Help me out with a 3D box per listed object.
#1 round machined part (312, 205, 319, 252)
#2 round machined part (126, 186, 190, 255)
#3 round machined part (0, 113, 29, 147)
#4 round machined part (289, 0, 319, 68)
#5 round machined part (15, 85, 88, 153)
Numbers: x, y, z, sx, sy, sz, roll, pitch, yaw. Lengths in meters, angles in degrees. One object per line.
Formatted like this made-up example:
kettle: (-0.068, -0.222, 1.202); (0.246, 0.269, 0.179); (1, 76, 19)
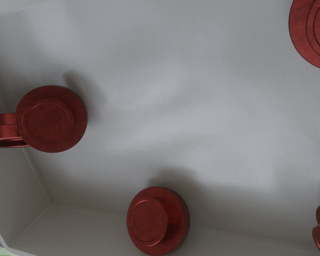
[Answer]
round machined part: (0.205, 0.126, 0.331); (0.098, 0.042, 0.098); (58, 170, 17)
round machined part: (-0.009, 0.135, 0.452); (0.098, 0.042, 0.098); (-8, 73, 28)
round machined part: (-0.232, 0.004, 0.498); (0.098, 0.099, 0.042); (-14, 78, 34)
round machined part: (0.159, -0.092, 0.257); (0.098, 0.042, 0.097); (13, 124, 21)
round machined part: (-0.154, -0.011, 0.440); (0.099, 0.042, 0.097); (-2, 102, -9)
